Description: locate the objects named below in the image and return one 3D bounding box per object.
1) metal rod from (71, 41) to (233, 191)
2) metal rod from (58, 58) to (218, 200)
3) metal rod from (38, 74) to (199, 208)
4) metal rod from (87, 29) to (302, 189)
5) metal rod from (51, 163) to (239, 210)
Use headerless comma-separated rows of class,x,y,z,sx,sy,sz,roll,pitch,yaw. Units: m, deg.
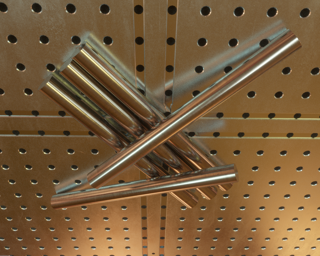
metal rod,0.008,0.001,0.413,0.025,0.025,0.300,-33,123,24
metal rod,-0.012,0.017,0.425,0.025,0.025,0.300,-32,124,24
metal rod,-0.041,0.034,0.440,0.025,0.025,0.300,-32,124,24
metal rod,0.028,-0.012,0.375,0.300,0.025,0.025,-36,122,16
metal rod,-0.036,0.091,0.461,0.301,0.025,0.025,-13,130,21
